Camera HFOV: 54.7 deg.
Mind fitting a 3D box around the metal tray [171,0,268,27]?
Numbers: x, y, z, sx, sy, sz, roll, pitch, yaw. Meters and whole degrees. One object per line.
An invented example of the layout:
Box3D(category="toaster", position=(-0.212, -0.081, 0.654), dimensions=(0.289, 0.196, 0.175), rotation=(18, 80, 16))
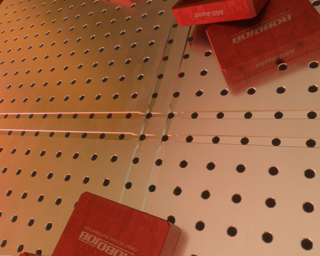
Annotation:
Box3D(category="metal tray", position=(0.092, -0.190, 0.446), dimensions=(0.130, 0.030, 0.090), rotation=(11, 54, 43))

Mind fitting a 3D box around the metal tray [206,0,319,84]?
Box3D(category="metal tray", position=(0.135, -0.122, 0.409), dimensions=(0.130, 0.030, 0.090), rotation=(-22, 54, 14))

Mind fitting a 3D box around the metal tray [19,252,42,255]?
Box3D(category="metal tray", position=(-0.161, 0.224, 0.351), dimensions=(0.090, 0.030, 0.130), rotation=(21, 72, 35))

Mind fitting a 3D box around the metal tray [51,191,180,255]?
Box3D(category="metal tray", position=(-0.053, 0.133, 0.350), dimensions=(0.130, 0.030, 0.090), rotation=(10, 67, 32))
